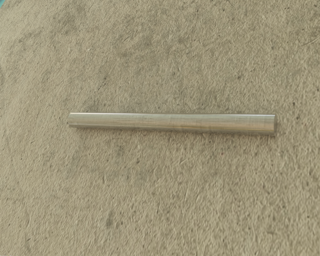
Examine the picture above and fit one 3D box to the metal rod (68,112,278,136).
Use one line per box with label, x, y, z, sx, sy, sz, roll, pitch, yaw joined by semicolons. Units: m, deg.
metal rod;-0.004;-0.008;0.413;0.300;0.025;0.025;2;63;29
